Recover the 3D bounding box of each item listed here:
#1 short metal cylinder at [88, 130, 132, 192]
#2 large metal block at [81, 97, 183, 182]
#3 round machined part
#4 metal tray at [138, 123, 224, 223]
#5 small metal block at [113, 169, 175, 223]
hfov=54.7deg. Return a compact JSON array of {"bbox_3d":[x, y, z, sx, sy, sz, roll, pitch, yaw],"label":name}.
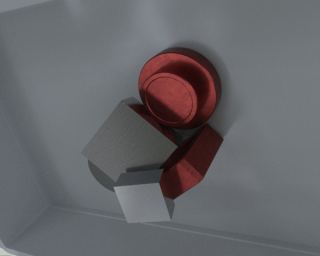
[{"bbox_3d":[-0.055,0.047,0.447,0.080,0.050,0.079,13,124,20],"label":"short metal cylinder"},{"bbox_3d":[-0.032,0.020,0.372,0.080,0.050,0.080,40,104,1],"label":"large metal block"},{"bbox_3d":[0.018,-0.040,0.360,0.098,0.042,0.097,13,124,20],"label":"round machined part"},{"bbox_3d":[0.015,0.058,0.390,0.030,0.090,0.129,45,129,-2],"label":"metal tray"},{"bbox_3d":[-0.016,0.074,0.336,0.050,0.025,0.050,-9,114,17],"label":"small metal block"}]
